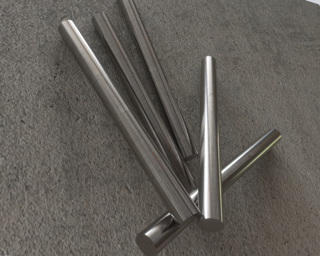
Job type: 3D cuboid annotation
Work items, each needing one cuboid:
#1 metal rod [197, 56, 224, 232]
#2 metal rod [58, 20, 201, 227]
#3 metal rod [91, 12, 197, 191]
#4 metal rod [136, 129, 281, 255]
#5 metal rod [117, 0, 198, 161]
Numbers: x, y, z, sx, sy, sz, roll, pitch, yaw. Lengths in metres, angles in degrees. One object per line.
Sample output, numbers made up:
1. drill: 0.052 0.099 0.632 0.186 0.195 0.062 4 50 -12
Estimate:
1. metal rod: 0.064 -0.008 0.403 0.025 0.025 0.300 24 41 -13
2. metal rod: -0.049 -0.025 0.353 0.025 0.025 0.299 -15 58 -34
3. metal rod: -0.022 -0.033 0.411 0.025 0.025 0.299 -16 70 -34
4. metal rod: 0.084 0.060 0.387 0.302 0.025 0.025 -26 76 -45
5. metal rod: -0.012 -0.092 0.453 0.025 0.025 0.299 -8 66 -32
